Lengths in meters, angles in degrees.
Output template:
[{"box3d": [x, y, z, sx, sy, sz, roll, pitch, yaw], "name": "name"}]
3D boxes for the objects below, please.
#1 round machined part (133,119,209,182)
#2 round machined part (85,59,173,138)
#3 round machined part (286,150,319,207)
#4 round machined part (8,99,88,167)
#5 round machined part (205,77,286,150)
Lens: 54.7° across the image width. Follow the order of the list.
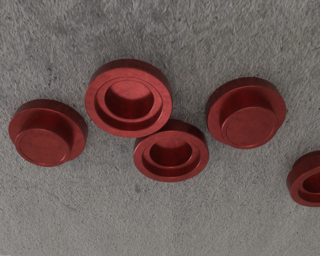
[{"box3d": [0.014, 0.026, 0.418, 0.099, 0.042, 0.097, -1, 131, -1], "name": "round machined part"}, {"box3d": [-0.035, -0.038, 0.363, 0.099, 0.042, 0.097, 0, 130, 0], "name": "round machined part"}, {"box3d": [0.237, 0.071, 0.459, 0.099, 0.042, 0.097, 0, 130, 0], "name": "round machined part"}, {"box3d": [-0.148, 0.014, 0.406, 0.099, 0.042, 0.097, 0, 130, 0], "name": "round machined part"}, {"box3d": [0.108, -0.011, 0.387, 0.099, 0.042, 0.097, 0, 130, 0], "name": "round machined part"}]
